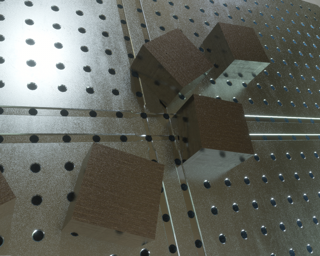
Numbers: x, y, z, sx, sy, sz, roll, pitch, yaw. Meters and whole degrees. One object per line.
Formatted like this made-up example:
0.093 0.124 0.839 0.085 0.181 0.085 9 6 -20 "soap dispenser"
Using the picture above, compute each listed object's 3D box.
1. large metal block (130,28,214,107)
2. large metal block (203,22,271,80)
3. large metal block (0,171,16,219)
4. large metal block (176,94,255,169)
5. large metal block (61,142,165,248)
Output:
0.018 -0.090 0.456 0.080 0.050 0.080 48 51 5 "large metal block"
0.133 -0.133 0.544 0.081 0.050 0.080 -2 63 -29 "large metal block"
-0.182 0.053 0.262 0.081 0.050 0.080 -28 77 -37 "large metal block"
0.074 0.006 0.427 0.081 0.050 0.080 9 58 -24 "large metal block"
-0.046 0.072 0.323 0.080 0.050 0.080 20 54 -16 "large metal block"
